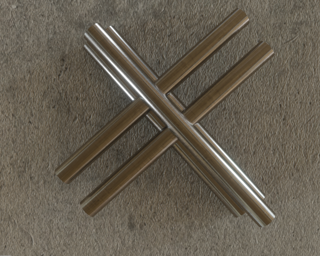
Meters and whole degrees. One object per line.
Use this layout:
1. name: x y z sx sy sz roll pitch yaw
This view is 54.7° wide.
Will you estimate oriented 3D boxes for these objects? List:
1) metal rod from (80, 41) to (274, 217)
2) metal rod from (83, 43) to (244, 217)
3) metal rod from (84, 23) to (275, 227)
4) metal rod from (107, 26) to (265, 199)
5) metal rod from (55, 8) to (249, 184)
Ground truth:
1. metal rod: 0.022 0.001 0.386 0.300 0.025 0.025 -42 91 -1
2. metal rod: 0.009 -0.001 0.411 0.025 0.025 0.300 -42 91 0
3. metal rod: 0.023 -0.003 0.361 0.025 0.025 0.300 -43 91 0
4. metal rod: 0.030 -0.015 0.411 0.025 0.025 0.300 -42 91 0
5. metal rod: -0.009 -0.040 0.386 0.300 0.025 0.025 -42 91 -1
